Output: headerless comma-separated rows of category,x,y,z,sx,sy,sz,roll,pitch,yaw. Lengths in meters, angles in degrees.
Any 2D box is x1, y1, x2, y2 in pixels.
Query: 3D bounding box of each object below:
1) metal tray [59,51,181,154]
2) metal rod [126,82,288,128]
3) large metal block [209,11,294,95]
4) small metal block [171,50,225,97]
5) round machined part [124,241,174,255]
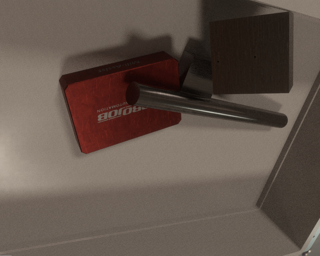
metal tray,-0.041,-0.031,0.365,0.131,0.030,0.089,-18,126,-18
metal rod,0.086,-0.024,0.416,0.302,0.025,0.025,6,116,-41
large metal block,0.104,-0.082,0.347,0.050,0.080,0.079,-32,120,-58
small metal block,0.048,-0.066,0.395,0.050,0.025,0.050,7,115,-32
round machined part,-0.026,0.235,0.533,0.099,0.042,0.097,-14,125,-21
